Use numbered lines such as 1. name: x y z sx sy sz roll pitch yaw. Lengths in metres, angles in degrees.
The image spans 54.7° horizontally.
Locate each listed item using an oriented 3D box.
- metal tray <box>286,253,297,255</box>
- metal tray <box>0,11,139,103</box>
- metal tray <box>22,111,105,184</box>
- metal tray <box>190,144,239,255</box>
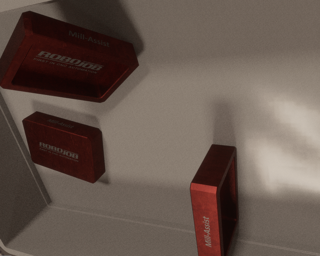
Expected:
1. metal tray: 0.146 0.240 0.438 0.030 0.090 0.129 43 130 -2
2. metal tray: -0.102 -0.072 0.353 0.090 0.131 0.030 -38 59 39
3. metal tray: -0.155 0.031 0.504 0.130 0.030 0.089 14 124 19
4. metal tray: 0.072 0.097 0.387 0.030 0.090 0.129 5 121 25
